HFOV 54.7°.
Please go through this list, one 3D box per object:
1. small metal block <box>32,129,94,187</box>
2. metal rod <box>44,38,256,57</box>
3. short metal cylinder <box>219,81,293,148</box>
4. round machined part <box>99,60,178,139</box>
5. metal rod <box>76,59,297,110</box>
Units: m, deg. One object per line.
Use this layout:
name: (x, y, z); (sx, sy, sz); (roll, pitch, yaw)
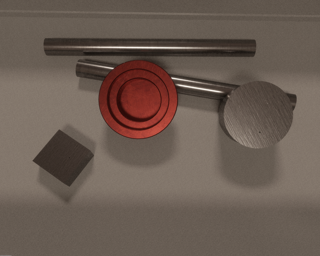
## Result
small metal block: (-0.122, 0.038, 0.394); (0.050, 0.025, 0.050); (32, 73, 11)
metal rod: (-0.014, -0.117, 0.452); (0.302, 0.025, 0.025); (0, 70, -1)
short metal cylinder: (0.117, -0.016, 0.390); (0.080, 0.050, 0.079); (0, 92, 3)
round machined part: (-0.026, -0.036, 0.402); (0.099, 0.042, 0.097); (0, 93, 3)
metal rod: (0.034, -0.059, 0.431); (0.302, 0.025, 0.025); (10, 70, 3)
